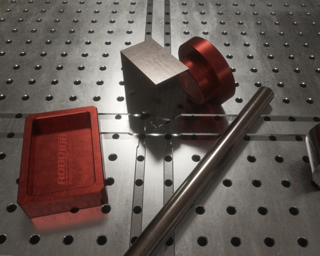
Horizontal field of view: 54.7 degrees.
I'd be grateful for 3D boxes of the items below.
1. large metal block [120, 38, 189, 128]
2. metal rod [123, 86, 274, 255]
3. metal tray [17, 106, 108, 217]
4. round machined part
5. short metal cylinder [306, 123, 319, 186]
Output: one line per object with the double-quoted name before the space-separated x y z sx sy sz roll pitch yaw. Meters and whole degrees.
"large metal block" -0.008 -0.062 0.424 0.050 0.080 0.080 -29 56 -22
"metal rod" 0.064 0.041 0.373 0.025 0.025 0.301 30 56 22
"metal tray" -0.115 0.034 0.373 0.091 0.030 0.130 -9 51 -8
"round machined part" 0.054 -0.071 0.422 0.042 0.098 0.098 -35 58 -10
"short metal cylinder" 0.212 0.030 0.349 0.080 0.080 0.050 6 51 5
